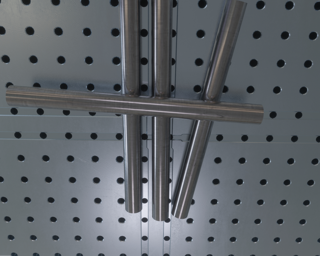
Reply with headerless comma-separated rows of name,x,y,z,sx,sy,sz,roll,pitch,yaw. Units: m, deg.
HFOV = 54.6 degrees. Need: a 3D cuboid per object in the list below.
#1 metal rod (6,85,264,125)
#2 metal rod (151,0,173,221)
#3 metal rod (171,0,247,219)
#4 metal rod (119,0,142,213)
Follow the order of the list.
metal rod,-0.028,-0.028,0.375,0.302,0.025,0.025,4,110,-2
metal rod,0.002,-0.009,0.409,0.025,0.025,0.298,0,110,0
metal rod,0.059,-0.010,0.409,0.025,0.025,0.298,11,110,-4
metal rod,-0.037,-0.022,0.404,0.025,0.025,0.298,1,110,0
